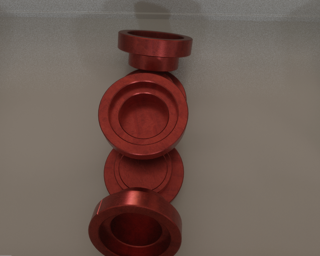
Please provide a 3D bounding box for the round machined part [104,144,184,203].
[{"bbox_3d":[-0.020,0.053,0.379,0.099,0.042,0.098,0,70,-1],"label":"round machined part"}]

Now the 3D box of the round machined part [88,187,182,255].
[{"bbox_3d":[-0.025,0.104,0.341,0.099,0.097,0.042,6,33,2],"label":"round machined part"}]

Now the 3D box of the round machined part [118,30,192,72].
[{"bbox_3d":[-0.008,-0.104,0.417,0.099,0.098,0.042,7,113,2],"label":"round machined part"}]

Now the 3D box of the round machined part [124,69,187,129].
[{"bbox_3d":[-0.014,-0.039,0.413,0.099,0.042,0.098,0,70,-1],"label":"round machined part"}]

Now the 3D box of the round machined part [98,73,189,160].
[{"bbox_3d":[-0.018,-0.011,0.357,0.099,0.042,0.098,0,70,-1],"label":"round machined part"}]
